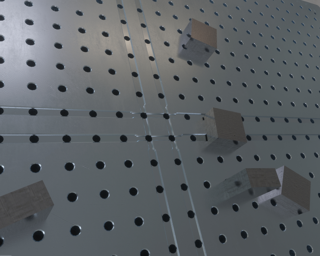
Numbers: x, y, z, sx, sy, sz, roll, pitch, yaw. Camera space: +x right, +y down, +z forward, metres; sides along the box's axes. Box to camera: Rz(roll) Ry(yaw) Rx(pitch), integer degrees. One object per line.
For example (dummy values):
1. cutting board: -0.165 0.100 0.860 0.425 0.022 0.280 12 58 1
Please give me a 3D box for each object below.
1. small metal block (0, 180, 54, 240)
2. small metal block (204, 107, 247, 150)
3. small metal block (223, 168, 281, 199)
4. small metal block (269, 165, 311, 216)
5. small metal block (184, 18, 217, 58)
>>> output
1. small metal block: -0.128 0.075 0.277 0.050 0.050 0.025 -21 73 -36
2. small metal block: 0.096 0.001 0.458 0.050 0.025 0.050 10 58 -23
3. small metal block: 0.121 0.074 0.411 0.050 0.050 0.025 4 60 -26
4. small metal block: 0.191 0.091 0.454 0.050 0.025 0.050 31 52 -8
5. small metal block: 0.071 -0.157 0.542 0.050 0.025 0.050 18 55 -18
